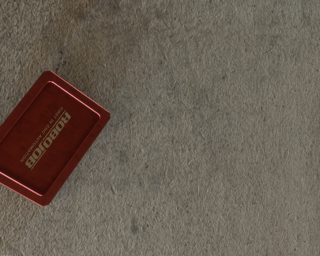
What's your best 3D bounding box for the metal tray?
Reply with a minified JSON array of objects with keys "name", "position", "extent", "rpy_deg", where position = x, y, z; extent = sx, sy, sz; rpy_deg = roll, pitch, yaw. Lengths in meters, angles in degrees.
[{"name":"metal tray","position":[-0.131,0.011,0.357],"extent":[0.090,0.030,0.130],"rpy_deg":[37,78,-17]}]
